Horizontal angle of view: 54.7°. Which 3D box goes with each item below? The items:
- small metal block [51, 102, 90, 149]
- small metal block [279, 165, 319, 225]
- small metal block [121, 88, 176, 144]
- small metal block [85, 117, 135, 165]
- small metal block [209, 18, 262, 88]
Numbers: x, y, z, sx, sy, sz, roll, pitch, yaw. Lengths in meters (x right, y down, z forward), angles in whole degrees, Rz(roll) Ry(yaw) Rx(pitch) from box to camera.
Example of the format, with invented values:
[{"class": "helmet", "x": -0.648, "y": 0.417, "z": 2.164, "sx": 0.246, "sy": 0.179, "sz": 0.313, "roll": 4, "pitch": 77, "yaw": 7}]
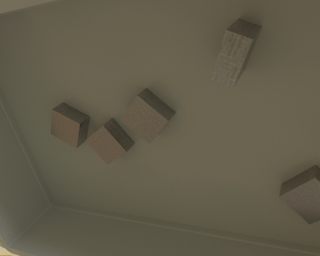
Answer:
[{"class": "small metal block", "x": -0.140, "y": -0.004, "z": 0.480, "sx": 0.050, "sy": 0.025, "sz": 0.050, "roll": 27, "pitch": 128, "yaw": 11}, {"class": "small metal block", "x": 0.179, "y": 0.079, "z": 0.363, "sx": 0.050, "sy": 0.025, "sz": 0.050, "roll": 43, "pitch": 129, "yaw": -2}, {"class": "small metal block", "x": -0.016, "y": -0.015, "z": 0.407, "sx": 0.050, "sy": 0.025, "sz": 0.050, "roll": 40, "pitch": 129, "yaw": 1}, {"class": "small metal block", "x": -0.074, "y": 0.020, "z": 0.461, "sx": 0.050, "sy": 0.025, "sz": 0.050, "roll": -35, "pitch": 99, "yaw": 38}, {"class": "small metal block", "x": 0.075, "y": -0.075, "z": 0.306, "sx": 0.025, "sy": 0.050, "sz": 0.050, "roll": 25, "pitch": 127, "yaw": 13}]
